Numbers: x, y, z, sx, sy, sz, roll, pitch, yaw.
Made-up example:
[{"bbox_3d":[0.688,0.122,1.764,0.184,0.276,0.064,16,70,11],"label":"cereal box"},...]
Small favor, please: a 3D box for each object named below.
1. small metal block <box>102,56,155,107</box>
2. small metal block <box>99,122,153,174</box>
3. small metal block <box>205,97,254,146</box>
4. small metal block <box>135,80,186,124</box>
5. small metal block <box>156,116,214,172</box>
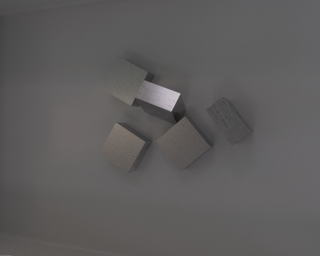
[{"bbox_3d":[-0.043,-0.063,0.426,0.050,0.025,0.050,31,100,17],"label":"small metal block"},{"bbox_3d":[-0.047,0.027,0.427,0.050,0.025,0.050,33,101,17],"label":"small metal block"},{"bbox_3d":[0.084,-0.008,0.368,0.025,0.050,0.050,-38,78,16],"label":"small metal block"},{"bbox_3d":[0.002,-0.031,0.393,0.050,0.050,0.025,23,77,19],"label":"small metal block"},{"bbox_3d":[0.032,0.020,0.399,0.050,0.025,0.050,-41,77,15],"label":"small metal block"}]
